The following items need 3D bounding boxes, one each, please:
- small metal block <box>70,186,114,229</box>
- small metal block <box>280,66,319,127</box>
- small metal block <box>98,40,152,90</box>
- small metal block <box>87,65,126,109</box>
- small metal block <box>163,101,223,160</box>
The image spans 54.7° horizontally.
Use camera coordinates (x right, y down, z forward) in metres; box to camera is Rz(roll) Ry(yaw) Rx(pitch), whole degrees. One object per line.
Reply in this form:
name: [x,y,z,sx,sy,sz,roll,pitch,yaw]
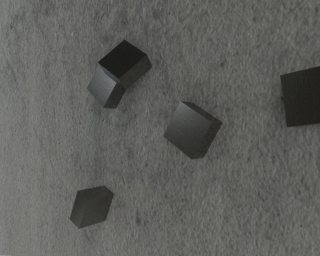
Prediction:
small metal block: [-0.103,0.119,0.471,0.025,0.050,0.050,30,109,36]
small metal block: [0.144,-0.029,0.286,0.050,0.025,0.050,-10,84,39]
small metal block: [-0.048,-0.087,0.426,0.050,0.025,0.050,-43,57,-10]
small metal block: [-0.078,-0.065,0.467,0.050,0.025,0.050,47,118,29]
small metal block: [0.039,0.002,0.372,0.050,0.025,0.050,39,113,33]
